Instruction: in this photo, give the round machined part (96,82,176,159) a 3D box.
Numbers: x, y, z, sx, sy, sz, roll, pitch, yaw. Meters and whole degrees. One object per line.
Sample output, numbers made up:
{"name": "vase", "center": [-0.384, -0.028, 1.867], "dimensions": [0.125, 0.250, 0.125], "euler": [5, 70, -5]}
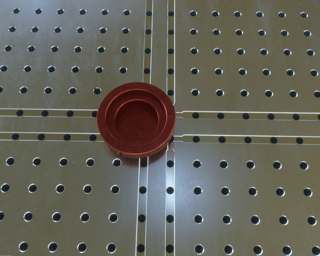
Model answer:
{"name": "round machined part", "center": [-0.030, -0.007, 0.405], "dimensions": [0.099, 0.042, 0.098], "euler": [0, 70, 0]}
